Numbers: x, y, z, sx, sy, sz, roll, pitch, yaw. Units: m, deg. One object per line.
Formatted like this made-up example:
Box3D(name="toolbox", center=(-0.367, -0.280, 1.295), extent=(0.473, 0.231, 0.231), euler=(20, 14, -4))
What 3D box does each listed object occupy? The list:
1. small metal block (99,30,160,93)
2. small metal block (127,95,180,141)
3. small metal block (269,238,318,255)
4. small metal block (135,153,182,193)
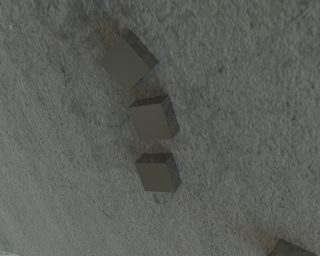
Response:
Box3D(name="small metal block", center=(-0.038, -0.080, 0.376), extent=(0.050, 0.025, 0.050), euler=(48, 129, -6))
Box3D(name="small metal block", center=(-0.008, -0.012, 0.402), extent=(0.050, 0.025, 0.050), euler=(-6, 116, 30))
Box3D(name="small metal block", center=(0.180, 0.188, 0.428), extent=(0.050, 0.025, 0.050), euler=(23, 127, 13))
Box3D(name="small metal block", center=(-0.002, 0.065, 0.447), extent=(0.050, 0.025, 0.050), euler=(-3, 117, 29))
